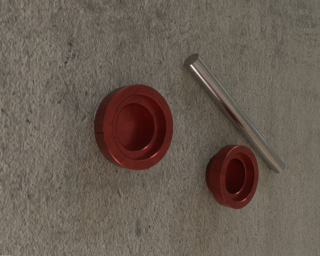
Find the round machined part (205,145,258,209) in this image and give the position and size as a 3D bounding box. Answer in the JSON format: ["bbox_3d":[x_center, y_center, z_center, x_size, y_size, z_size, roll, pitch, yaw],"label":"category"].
[{"bbox_3d":[0.110,0.075,0.489,0.099,0.042,0.097,0,90,-40],"label":"round machined part"}]

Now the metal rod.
[{"bbox_3d":[0.138,-0.010,0.523,0.300,0.025,0.025,43,64,-32],"label":"metal rod"}]

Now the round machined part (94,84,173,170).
[{"bbox_3d":[-0.034,-0.001,0.367,0.099,0.042,0.097,0,90,-40],"label":"round machined part"}]
